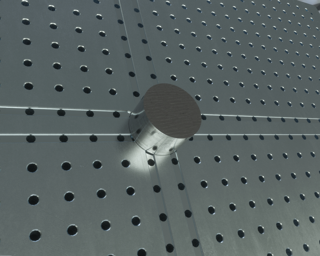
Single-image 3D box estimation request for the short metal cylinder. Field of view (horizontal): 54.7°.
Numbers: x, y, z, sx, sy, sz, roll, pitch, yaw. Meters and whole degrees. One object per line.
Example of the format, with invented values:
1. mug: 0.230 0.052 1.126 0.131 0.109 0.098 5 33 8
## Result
1. short metal cylinder: 0.006 -0.011 0.403 0.081 0.050 0.080 14 56 -21
